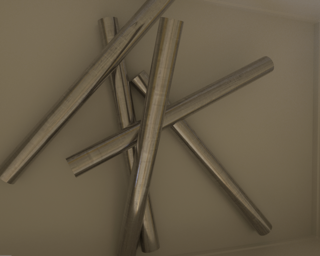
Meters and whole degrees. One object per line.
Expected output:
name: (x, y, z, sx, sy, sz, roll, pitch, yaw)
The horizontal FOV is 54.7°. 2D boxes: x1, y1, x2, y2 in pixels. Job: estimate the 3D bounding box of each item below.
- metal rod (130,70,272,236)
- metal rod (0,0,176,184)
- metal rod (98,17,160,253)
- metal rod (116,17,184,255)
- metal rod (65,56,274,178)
metal rod: (0.065, 0.043, 0.435, 0.025, 0.025, 0.300, -44, 104, -15)
metal rod: (-0.078, -0.059, 0.360, 0.025, 0.025, 0.300, 42, 85, -16)
metal rod: (-0.039, 0.012, 0.397, 0.025, 0.025, 0.298, -12, 94, -20)
metal rod: (-0.016, 0.029, 0.357, 0.025, 0.025, 0.298, 6, 106, -20)
metal rod: (0.027, -0.023, 0.393, 0.302, 0.025, 0.025, -28, 100, -18)
